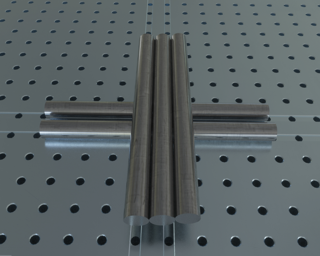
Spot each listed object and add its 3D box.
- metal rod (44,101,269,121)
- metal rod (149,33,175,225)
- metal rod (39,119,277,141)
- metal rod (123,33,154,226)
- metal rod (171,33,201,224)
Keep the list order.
[{"bbox_3d":[-0.004,-0.024,0.428,0.302,0.025,0.025,1,50,0],"label":"metal rod"},{"bbox_3d":[0.003,-0.025,0.397,0.025,0.025,0.300,1,50,0],"label":"metal rod"},{"bbox_3d":[-0.002,0.003,0.405,0.302,0.025,0.025,1,50,0],"label":"metal rod"},{"bbox_3d":[-0.022,-0.025,0.396,0.025,0.025,0.300,1,50,0],"label":"metal rod"},{"bbox_3d":[0.028,-0.026,0.398,0.025,0.025,0.300,1,50,0],"label":"metal rod"}]
